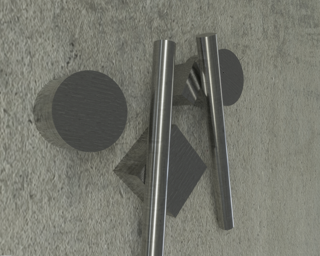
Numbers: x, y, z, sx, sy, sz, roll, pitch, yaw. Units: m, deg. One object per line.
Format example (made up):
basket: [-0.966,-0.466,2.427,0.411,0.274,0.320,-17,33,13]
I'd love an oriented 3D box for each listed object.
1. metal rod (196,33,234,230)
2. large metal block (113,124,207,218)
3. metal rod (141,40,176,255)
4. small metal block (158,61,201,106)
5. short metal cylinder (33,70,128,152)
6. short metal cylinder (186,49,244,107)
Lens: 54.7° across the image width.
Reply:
metal rod: [0.081,0.022,0.431,0.025,0.025,0.298,-31,122,-36]
large metal block: [0.003,0.052,0.391,0.080,0.050,0.080,-53,121,-27]
metal rod: [-0.003,0.055,0.336,0.025,0.025,0.298,6,86,-40]
small metal block: [0.027,-0.058,0.411,0.025,0.050,0.050,34,69,-35]
short metal cylinder: [-0.081,-0.016,0.320,0.081,0.050,0.080,0,90,-40]
short metal cylinder: [0.077,-0.071,0.453,0.081,0.050,0.080,0,90,-40]
